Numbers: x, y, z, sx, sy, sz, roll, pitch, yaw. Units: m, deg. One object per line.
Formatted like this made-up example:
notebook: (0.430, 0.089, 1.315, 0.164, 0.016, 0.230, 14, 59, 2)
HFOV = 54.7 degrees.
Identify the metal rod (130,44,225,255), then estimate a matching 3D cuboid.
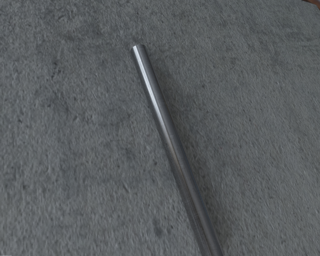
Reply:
metal rod: (0.015, 0.016, 0.403, 0.025, 0.025, 0.299, -6, 65, -31)
